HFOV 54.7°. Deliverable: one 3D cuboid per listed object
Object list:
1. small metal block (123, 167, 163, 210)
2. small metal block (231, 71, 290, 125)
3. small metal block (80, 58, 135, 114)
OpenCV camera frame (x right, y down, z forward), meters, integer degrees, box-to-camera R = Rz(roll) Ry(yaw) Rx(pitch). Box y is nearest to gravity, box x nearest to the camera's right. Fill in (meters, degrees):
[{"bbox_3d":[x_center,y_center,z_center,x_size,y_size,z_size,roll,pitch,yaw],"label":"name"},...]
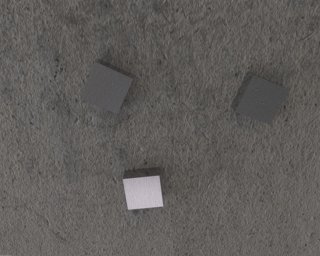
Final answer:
[{"bbox_3d":[-0.023,0.086,0.441,0.050,0.025,0.050,-6,110,2],"label":"small metal block"},{"bbox_3d":[0.127,-0.038,0.397,0.050,0.025,0.050,20,109,-8],"label":"small metal block"},{"bbox_3d":[-0.066,-0.052,0.390,0.050,0.025,0.050,24,108,-9],"label":"small metal block"}]
